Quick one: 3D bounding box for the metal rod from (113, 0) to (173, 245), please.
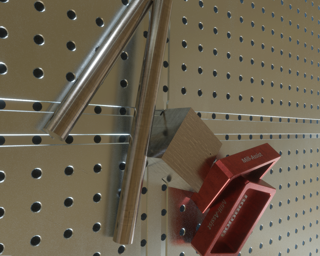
[{"bbox_3d":[-0.020,-0.011,0.380,0.025,0.025,0.298,11,87,-40],"label":"metal rod"}]

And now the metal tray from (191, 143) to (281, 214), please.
[{"bbox_3d":[0.117,0.075,0.472,0.131,0.030,0.089,-12,140,-40],"label":"metal tray"}]

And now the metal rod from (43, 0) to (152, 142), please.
[{"bbox_3d":[-0.044,-0.116,0.373,0.025,0.025,0.300,42,64,-32],"label":"metal rod"}]

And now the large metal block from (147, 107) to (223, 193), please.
[{"bbox_3d":[0.029,0.029,0.419,0.080,0.050,0.080,46,63,-30],"label":"large metal block"}]

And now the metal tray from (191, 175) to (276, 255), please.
[{"bbox_3d":[0.112,0.134,0.467,0.091,0.030,0.129,21,100,-42],"label":"metal tray"}]
